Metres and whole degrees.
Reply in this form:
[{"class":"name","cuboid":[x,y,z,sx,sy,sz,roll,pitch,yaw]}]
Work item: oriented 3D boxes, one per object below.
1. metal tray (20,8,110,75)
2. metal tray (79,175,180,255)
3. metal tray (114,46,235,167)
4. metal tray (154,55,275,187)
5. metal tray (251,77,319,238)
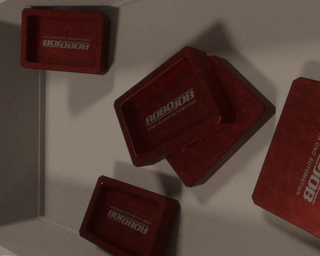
[{"class":"metal tray","cuboid":[-0.146,-0.132,0.478,0.131,0.030,0.089,6,98,9]},{"class":"metal tray","cuboid":[-0.045,0.123,0.419,0.130,0.030,0.090,9,75,39]},{"class":"metal tray","cuboid":[0.009,-0.020,0.354,0.130,0.030,0.090,-31,71,35]},{"class":"metal tray","cuboid":[0.053,-0.006,0.358,0.129,0.030,0.090,-52,60,27]},{"class":"metal tray","cuboid":[0.149,0.028,0.280,0.090,0.030,0.129,24,105,37]}]
